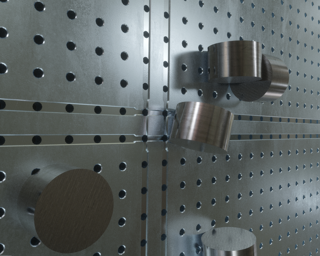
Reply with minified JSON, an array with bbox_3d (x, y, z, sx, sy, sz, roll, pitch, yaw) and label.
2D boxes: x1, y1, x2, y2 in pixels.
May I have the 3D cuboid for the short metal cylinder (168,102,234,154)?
[{"bbox_3d":[0.056,0.001,0.423,0.080,0.080,0.050,22,76,-38],"label":"short metal cylinder"}]

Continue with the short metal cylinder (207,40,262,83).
[{"bbox_3d":[0.113,-0.098,0.470,0.081,0.080,0.050,-2,91,-40],"label":"short metal cylinder"}]

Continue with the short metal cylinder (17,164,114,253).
[{"bbox_3d":[-0.095,0.078,0.315,0.081,0.050,0.079,0,90,-40],"label":"short metal cylinder"}]

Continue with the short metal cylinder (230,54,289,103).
[{"bbox_3d":[0.163,-0.083,0.513,0.050,0.080,0.079,-1,91,-40],"label":"short metal cylinder"}]

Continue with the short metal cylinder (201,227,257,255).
[{"bbox_3d":[0.104,0.189,0.464,0.081,0.080,0.050,-9,96,-40],"label":"short metal cylinder"}]
